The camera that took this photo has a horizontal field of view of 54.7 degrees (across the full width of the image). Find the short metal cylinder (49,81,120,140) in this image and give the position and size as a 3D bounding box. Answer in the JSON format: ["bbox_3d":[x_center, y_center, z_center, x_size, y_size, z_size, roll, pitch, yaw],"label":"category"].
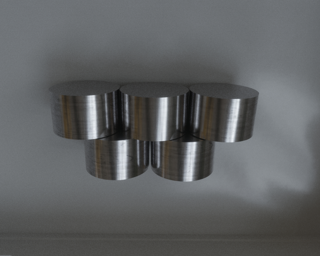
[{"bbox_3d":[-0.088,-0.024,0.370,0.081,0.080,0.050,1,110,-1],"label":"short metal cylinder"}]

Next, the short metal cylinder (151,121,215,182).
[{"bbox_3d":[0.029,0.025,0.390,0.081,0.080,0.050,1,110,-1],"label":"short metal cylinder"}]

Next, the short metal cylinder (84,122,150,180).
[{"bbox_3d":[-0.053,0.023,0.388,0.081,0.080,0.050,1,110,-1],"label":"short metal cylinder"}]

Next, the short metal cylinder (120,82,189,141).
[{"bbox_3d":[-0.007,-0.022,0.372,0.081,0.080,0.050,1,110,-1],"label":"short metal cylinder"}]

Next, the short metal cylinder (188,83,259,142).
[{"bbox_3d":[0.074,-0.021,0.373,0.081,0.080,0.050,2,110,-1],"label":"short metal cylinder"}]
